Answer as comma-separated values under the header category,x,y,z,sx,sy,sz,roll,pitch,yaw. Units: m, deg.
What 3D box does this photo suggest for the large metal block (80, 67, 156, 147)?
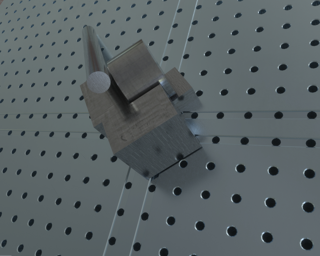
category,x,y,z,sx,sy,sz,roll,pitch,yaw
large metal block,-0.054,-0.023,0.415,0.050,0.080,0.080,-33,52,7

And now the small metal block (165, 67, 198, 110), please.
category,x,y,z,sx,sy,sz,roll,pitch,yaw
small metal block,0.016,-0.049,0.429,0.050,0.025,0.050,-36,51,4

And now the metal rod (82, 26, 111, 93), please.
category,x,y,z,sx,sy,sz,roll,pitch,yaw
metal rod,-0.101,-0.116,0.463,0.025,0.025,0.300,-35,30,4

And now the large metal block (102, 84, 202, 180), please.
category,x,y,z,sx,sy,sz,roll,pitch,yaw
large metal block,-0.008,0.008,0.369,0.080,0.080,0.050,-33,52,7

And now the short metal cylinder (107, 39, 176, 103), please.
category,x,y,z,sx,sy,sz,roll,pitch,yaw
short metal cylinder,-0.022,-0.064,0.389,0.050,0.080,0.080,-32,52,7
